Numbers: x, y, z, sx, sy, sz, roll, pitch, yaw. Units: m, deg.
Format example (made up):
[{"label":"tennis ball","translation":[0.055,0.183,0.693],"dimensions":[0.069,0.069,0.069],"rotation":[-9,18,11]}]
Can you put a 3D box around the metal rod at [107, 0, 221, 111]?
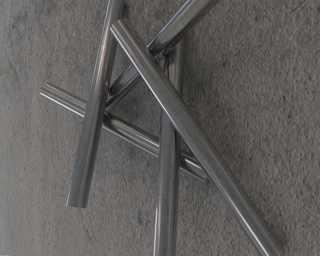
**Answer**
[{"label":"metal rod","translation":[-0.021,-0.080,0.388],"dimensions":[0.299,0.025,0.025],"rotation":[-37,67,45]}]

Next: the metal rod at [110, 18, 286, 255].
[{"label":"metal rod","translation":[0.034,0.005,0.335],"dimensions":[0.025,0.025,0.299],"rotation":[-39,79,33]}]

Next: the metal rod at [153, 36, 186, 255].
[{"label":"metal rod","translation":[0.011,0.018,0.358],"dimensions":[0.025,0.025,0.299],"rotation":[-7,74,40]}]

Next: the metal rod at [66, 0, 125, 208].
[{"label":"metal rod","translation":[-0.084,-0.046,0.420],"dimensions":[0.025,0.025,0.299],"rotation":[-5,70,40]}]

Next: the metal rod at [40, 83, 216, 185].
[{"label":"metal rod","translation":[-0.061,-0.003,0.426],"dimensions":[0.300,0.025,0.025],"rotation":[26,107,28]}]
